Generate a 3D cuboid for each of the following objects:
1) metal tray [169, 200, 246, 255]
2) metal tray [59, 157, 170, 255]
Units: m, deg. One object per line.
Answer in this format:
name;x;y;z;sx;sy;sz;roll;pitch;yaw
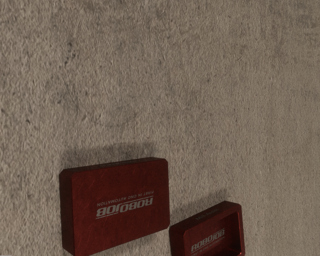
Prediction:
metal tray;0.076;0.173;0.467;0.131;0.030;0.089;-11;97;-40
metal tray;-0.047;0.086;0.364;0.131;0.030;0.089;-4;93;-40
